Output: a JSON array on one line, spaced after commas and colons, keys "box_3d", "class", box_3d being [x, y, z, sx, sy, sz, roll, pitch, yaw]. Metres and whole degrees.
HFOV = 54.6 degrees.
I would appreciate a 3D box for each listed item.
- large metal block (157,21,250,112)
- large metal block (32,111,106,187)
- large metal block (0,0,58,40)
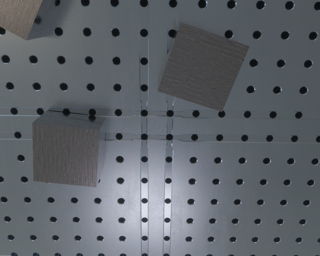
[{"box_3d": [0.048, -0.075, 0.373, 0.080, 0.050, 0.080, 17, 109, -7], "class": "large metal block"}, {"box_3d": [-0.117, 0.027, 0.409, 0.080, 0.050, 0.079, 6, 110, -3], "class": "large metal block"}, {"box_3d": [-0.161, -0.155, 0.342, 0.080, 0.050, 0.080, 28, 108, -10], "class": "large metal block"}]
